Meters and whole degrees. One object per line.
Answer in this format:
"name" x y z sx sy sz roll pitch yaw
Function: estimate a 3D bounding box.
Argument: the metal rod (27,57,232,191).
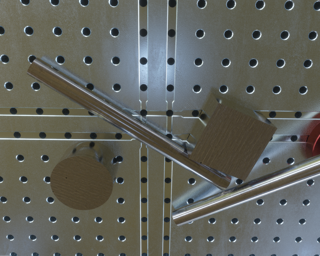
"metal rod" -0.032 0.001 0.413 0.301 0.025 0.025 32 107 -11

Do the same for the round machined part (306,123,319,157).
"round machined part" 0.255 0.031 0.418 0.099 0.042 0.097 0 110 0

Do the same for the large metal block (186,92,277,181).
"large metal block" 0.089 0.011 0.405 0.080 0.050 0.080 23 109 -8

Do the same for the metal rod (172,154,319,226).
"metal rod" 0.151 0.072 0.412 0.300 0.025 0.025 -26 109 20

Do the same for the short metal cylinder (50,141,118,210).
"short metal cylinder" -0.101 0.064 0.423 0.081 0.050 0.079 0 110 0
